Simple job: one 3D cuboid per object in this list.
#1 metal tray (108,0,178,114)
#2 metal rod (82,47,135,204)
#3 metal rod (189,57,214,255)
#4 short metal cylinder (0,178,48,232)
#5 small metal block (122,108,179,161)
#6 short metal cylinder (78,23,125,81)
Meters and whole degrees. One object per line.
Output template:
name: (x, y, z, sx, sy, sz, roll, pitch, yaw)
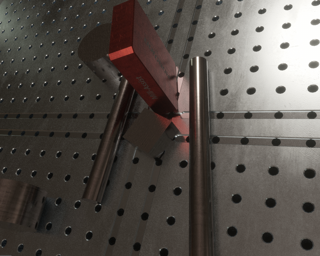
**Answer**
metal tray: (-0.016, -0.086, 0.401, 0.030, 0.130, 0.090, -14, 56, 20)
metal rod: (-0.055, -0.038, 0.458, 0.025, 0.025, 0.300, 0, 61, 28)
metal rod: (0.046, 0.038, 0.359, 0.025, 0.025, 0.299, -10, 57, 22)
short metal cylinder: (-0.197, 0.104, 0.410, 0.080, 0.080, 0.050, -6, 59, 25)
small metal block: (-0.012, 0.007, 0.409, 0.050, 0.025, 0.050, 29, 77, 37)
short metal cylinder: (-0.087, -0.126, 0.513, 0.080, 0.050, 0.080, -13, 56, 20)
